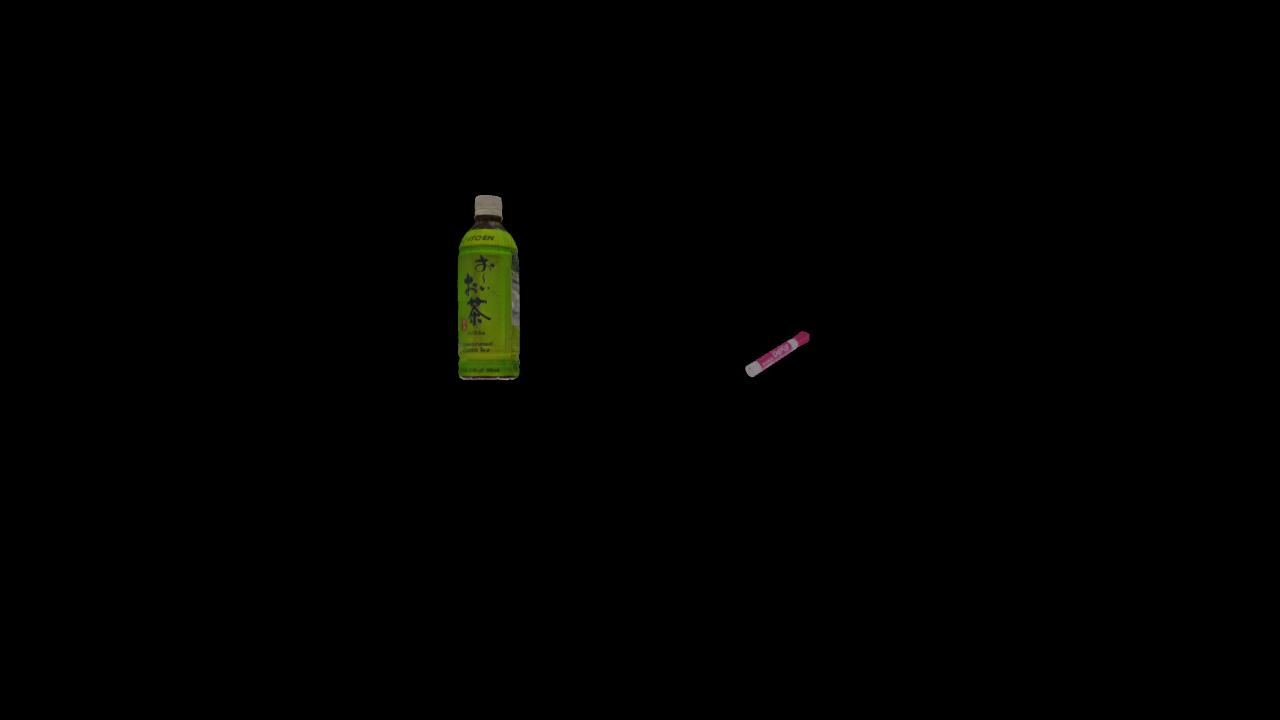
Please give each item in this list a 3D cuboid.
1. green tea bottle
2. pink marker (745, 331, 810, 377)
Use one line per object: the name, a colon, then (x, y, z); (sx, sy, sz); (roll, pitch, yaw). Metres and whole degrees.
green tea bottle: (-0.174, -0.083, 0.712); (0.073, 0.212, 0.073); (0, -3, 0)
pink marker: (0.203, -0.011, 0.898); (0.121, 0.020, 0.020); (-30, 13, -24)
